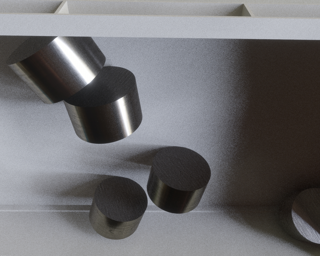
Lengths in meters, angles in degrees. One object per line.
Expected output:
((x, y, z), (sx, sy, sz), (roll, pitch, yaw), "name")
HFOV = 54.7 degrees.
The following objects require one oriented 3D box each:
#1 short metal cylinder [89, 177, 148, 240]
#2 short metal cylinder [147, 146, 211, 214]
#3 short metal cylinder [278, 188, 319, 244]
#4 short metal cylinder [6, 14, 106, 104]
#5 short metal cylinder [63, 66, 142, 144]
((-0.064, 0.122, 0.476), (0.081, 0.080, 0.050), (13, 129, -11), "short metal cylinder")
((0.025, 0.071, 0.434), (0.081, 0.080, 0.050), (8, 130, -7), "short metal cylinder")
((0.234, 0.136, 0.481), (0.081, 0.080, 0.050), (1, 163, -1), "short metal cylinder")
((-0.103, -0.070, 0.312), (0.080, 0.080, 0.050), (-22, 127, 17), "short metal cylinder")
((-0.063, -0.028, 0.349), (0.080, 0.080, 0.050), (-5, 130, 4), "short metal cylinder")
